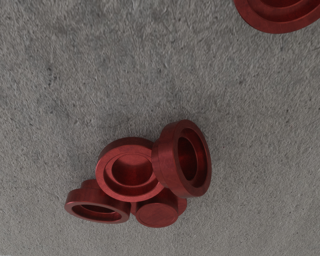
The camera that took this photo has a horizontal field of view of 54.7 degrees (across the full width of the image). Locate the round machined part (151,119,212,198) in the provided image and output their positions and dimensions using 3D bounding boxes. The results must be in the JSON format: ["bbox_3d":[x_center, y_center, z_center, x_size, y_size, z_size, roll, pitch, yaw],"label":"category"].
[{"bbox_3d":[0.025,0.041,0.397,0.042,0.098,0.098,-15,130,32],"label":"round machined part"}]

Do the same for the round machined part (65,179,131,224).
[{"bbox_3d":[-0.093,0.112,0.479,0.099,0.042,0.098,5,146,4],"label":"round machined part"}]

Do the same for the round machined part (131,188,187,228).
[{"bbox_3d":[-0.005,0.126,0.503,0.099,0.042,0.097,0,130,0],"label":"round machined part"}]

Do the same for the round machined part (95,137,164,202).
[{"bbox_3d":[-0.038,0.053,0.433,0.099,0.042,0.097,-2,120,-3],"label":"round machined part"}]

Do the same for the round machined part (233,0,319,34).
[{"bbox_3d":[0.111,-0.139,0.278,0.099,0.042,0.097,0,130,0],"label":"round machined part"}]
